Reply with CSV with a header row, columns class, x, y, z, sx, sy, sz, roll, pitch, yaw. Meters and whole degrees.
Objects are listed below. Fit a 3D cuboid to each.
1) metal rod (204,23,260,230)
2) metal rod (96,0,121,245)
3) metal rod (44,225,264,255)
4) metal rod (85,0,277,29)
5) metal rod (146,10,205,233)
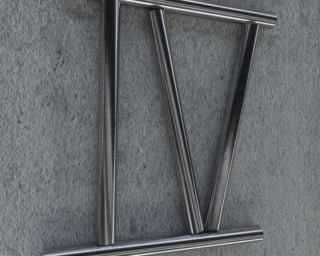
class,x,y,z,sx,sy,sz,roll,pitch,yaw
metal rod,0.104,-0.005,0.449,0.025,0.025,0.298,14,85,-20
metal rod,-0.064,-0.008,0.386,0.025,0.025,0.298,1,90,-20
metal rod,0.006,0.155,0.413,0.303,0.025,0.025,1,90,-21
metal rod,0.029,-0.167,0.422,0.303,0.025,0.025,1,90,-21
metal rod,0.021,-0.006,0.418,0.025,0.025,0.298,-12,94,-20
